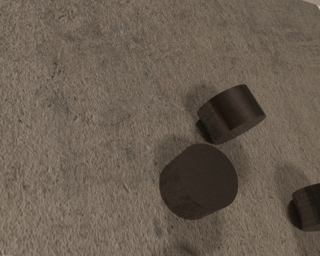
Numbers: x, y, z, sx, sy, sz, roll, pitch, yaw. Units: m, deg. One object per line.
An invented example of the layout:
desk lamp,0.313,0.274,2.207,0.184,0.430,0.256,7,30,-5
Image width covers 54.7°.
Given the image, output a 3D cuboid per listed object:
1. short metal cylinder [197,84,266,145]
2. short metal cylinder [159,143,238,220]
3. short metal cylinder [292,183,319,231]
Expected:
short metal cylinder,0.100,-0.018,0.435,0.081,0.080,0.050,-16,70,-35
short metal cylinder,0.046,0.065,0.375,0.081,0.050,0.080,14,56,-21
short metal cylinder,0.232,0.110,0.429,0.081,0.080,0.050,8,58,-25
